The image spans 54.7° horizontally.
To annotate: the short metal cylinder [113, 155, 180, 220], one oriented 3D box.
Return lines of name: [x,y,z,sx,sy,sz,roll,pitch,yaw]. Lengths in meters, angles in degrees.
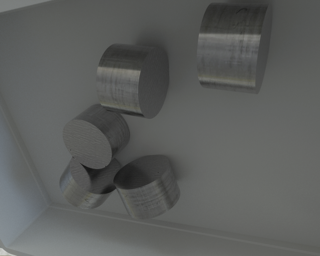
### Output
short metal cylinder: [-0.018,0.080,0.431,0.080,0.080,0.050,-7,115,31]

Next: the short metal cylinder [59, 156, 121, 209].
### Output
short metal cylinder: [-0.106,0.077,0.474,0.080,0.080,0.050,40,129,0]

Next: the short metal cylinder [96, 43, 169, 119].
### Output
short metal cylinder: [-0.028,-0.054,0.353,0.050,0.080,0.079,11,123,22]

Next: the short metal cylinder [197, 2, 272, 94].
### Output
short metal cylinder: [0.071,-0.074,0.289,0.050,0.080,0.079,10,123,22]

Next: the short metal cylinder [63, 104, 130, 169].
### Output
short metal cylinder: [-0.091,0.012,0.446,0.080,0.050,0.079,13,124,20]
